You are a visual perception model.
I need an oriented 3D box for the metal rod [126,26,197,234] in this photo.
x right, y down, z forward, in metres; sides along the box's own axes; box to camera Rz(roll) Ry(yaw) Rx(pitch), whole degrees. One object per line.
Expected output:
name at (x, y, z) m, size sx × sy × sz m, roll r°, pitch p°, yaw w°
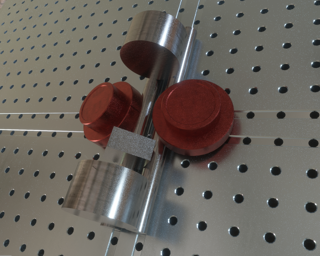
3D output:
metal rod at (0.009, -0.015, 0.412) m, size 0.025 × 0.025 × 0.300 m, roll 1°, pitch 62°, yaw 29°

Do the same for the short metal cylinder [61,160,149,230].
short metal cylinder at (-0.057, 0.072, 0.331) m, size 0.080 × 0.080 × 0.050 m, roll 1°, pitch 62°, yaw 28°

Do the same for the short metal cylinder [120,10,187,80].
short metal cylinder at (-0.008, -0.109, 0.415) m, size 0.080 × 0.080 × 0.050 m, roll 1°, pitch 62°, yaw 28°

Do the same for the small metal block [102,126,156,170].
small metal block at (-0.038, 0.025, 0.367) m, size 0.050 × 0.050 × 0.025 m, roll 20°, pitch 66°, yaw -9°

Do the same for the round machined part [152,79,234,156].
round machined part at (0.039, -0.019, 0.372) m, size 0.098 × 0.042 × 0.098 m, roll -4°, pitch 62°, yaw 9°

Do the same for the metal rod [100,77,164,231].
metal rod at (-0.023, -0.013, 0.427) m, size 0.025 × 0.025 × 0.300 m, roll 1°, pitch 62°, yaw 29°

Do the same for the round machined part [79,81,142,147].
round machined part at (-0.075, -0.025, 0.437) m, size 0.098 × 0.042 × 0.098 m, roll -24°, pitch 48°, yaw 30°
